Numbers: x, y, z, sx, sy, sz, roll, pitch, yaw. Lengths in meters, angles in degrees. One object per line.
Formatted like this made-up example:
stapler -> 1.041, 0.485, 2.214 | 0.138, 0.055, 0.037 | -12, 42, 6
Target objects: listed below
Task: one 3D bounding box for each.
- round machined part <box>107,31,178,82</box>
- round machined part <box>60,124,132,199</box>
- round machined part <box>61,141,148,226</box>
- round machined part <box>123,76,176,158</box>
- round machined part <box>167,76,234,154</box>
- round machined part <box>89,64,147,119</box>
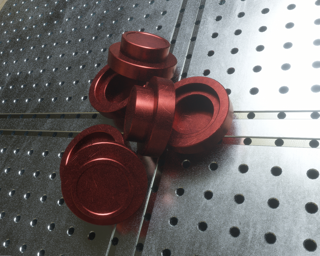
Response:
round machined part -> -0.023, -0.106, 0.440 | 0.099, 0.042, 0.098 | 10, 32, -6
round machined part -> -0.080, 0.047, 0.411 | 0.098, 0.042, 0.098 | -13, 56, 21
round machined part -> -0.063, 0.065, 0.355 | 0.099, 0.042, 0.097 | 0, 94, -5
round machined part -> -0.017, -0.015, 0.378 | 0.042, 0.098, 0.098 | 10, 58, -14
round machined part -> 0.042, -0.012, 0.383 | 0.098, 0.042, 0.098 | -13, 56, 21
round machined part -> -0.052, -0.055, 0.458 | 0.098, 0.042, 0.098 | -13, 56, 21
